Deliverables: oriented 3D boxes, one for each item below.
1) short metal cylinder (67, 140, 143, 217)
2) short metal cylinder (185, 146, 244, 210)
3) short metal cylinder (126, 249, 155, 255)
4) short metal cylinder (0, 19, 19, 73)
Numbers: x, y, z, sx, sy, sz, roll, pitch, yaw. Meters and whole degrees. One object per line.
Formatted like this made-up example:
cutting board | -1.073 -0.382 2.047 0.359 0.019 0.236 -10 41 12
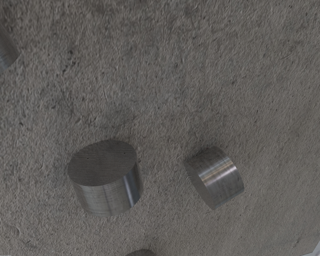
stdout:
short metal cylinder | -0.064 0.059 0.373 0.081 0.080 0.050 -20 126 -16
short metal cylinder | 0.079 0.074 0.460 0.050 0.080 0.080 -29 128 -10
short metal cylinder | -0.034 0.257 0.531 0.081 0.050 0.079 -14 124 -21
short metal cylinder | -0.162 -0.066 0.242 0.080 0.080 0.050 -26 128 -12
